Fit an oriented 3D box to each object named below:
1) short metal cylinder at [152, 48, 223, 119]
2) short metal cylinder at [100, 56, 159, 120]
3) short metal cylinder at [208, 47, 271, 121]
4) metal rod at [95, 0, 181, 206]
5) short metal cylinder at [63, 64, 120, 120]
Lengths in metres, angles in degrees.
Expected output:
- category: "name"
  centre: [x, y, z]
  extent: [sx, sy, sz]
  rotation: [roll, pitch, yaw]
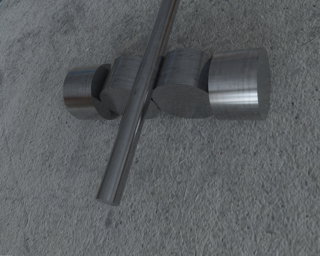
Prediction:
- category: "short metal cylinder"
  centre: [0.035, -0.053, 0.383]
  extent: [0.080, 0.080, 0.050]
  rotation: [1, 62, 28]
- category: "short metal cylinder"
  centre: [-0.035, -0.053, 0.421]
  extent: [0.080, 0.080, 0.050]
  rotation: [1, 62, 28]
- category: "short metal cylinder"
  centre: [0.093, -0.048, 0.351]
  extent: [0.050, 0.080, 0.080]
  rotation: [1, 62, 29]
- category: "metal rod"
  centre: [-0.017, -0.057, 0.370]
  extent: [0.025, 0.025, 0.300]
  rotation: [1, 62, 28]
- category: "short metal cylinder"
  centre: [-0.093, -0.051, 0.450]
  extent: [0.050, 0.080, 0.080]
  rotation: [1, 62, 29]
